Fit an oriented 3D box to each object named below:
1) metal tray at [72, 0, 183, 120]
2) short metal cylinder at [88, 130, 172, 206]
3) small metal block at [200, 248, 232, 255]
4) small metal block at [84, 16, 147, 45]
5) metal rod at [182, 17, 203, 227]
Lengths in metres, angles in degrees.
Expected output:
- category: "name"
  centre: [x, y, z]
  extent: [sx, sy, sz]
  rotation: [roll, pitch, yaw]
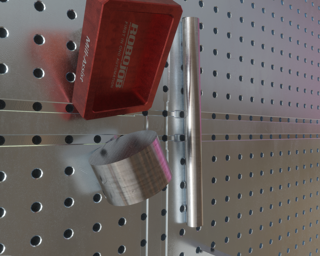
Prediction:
- category: "metal tray"
  centre: [-0.037, -0.073, 0.325]
  extent: [0.091, 0.030, 0.129]
  rotation: [-12, 136, -37]
- category: "short metal cylinder"
  centre: [-0.032, 0.042, 0.348]
  extent: [0.081, 0.080, 0.050]
  rotation: [-33, 111, -35]
- category: "small metal block"
  centre: [0.086, 0.215, 0.468]
  extent: [0.025, 0.050, 0.050]
  rotation: [9, 84, -40]
- category: "small metal block"
  centre: [-0.051, -0.106, 0.352]
  extent: [0.050, 0.050, 0.025]
  rotation: [-8, 95, -40]
- category: "metal rod"
  centre: [0.048, -0.008, 0.451]
  extent: [0.025, 0.025, 0.298]
  rotation: [-2, 92, -40]
